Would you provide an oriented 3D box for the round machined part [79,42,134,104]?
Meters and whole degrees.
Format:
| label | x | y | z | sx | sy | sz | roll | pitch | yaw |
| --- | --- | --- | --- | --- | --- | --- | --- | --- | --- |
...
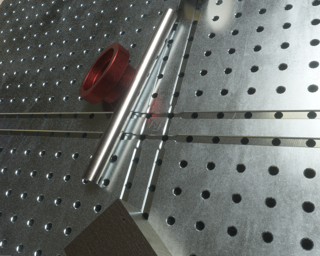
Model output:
| label | x | y | z | sx | sy | sz | roll | pitch | yaw |
| --- | --- | --- | --- | --- | --- | --- | --- | --- | --- |
| round machined part | -0.076 | -0.077 | 0.467 | 0.098 | 0.042 | 0.098 | -37 | 34 | 31 |

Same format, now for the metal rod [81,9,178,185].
| label | x | y | z | sx | sy | sz | roll | pitch | yaw |
| --- | --- | --- | --- | --- | --- | --- | --- | --- | --- |
| metal rod | -0.038 | -0.059 | 0.462 | 0.025 | 0.025 | 0.300 | 10 | 66 | 32 |

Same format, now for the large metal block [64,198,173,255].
| label | x | y | z | sx | sy | sz | roll | pitch | yaw |
| --- | --- | --- | --- | --- | --- | --- | --- | --- | --- |
| large metal block | -0.042 | 0.137 | 0.329 | 0.080 | 0.050 | 0.080 | -43 | 51 | -2 |
